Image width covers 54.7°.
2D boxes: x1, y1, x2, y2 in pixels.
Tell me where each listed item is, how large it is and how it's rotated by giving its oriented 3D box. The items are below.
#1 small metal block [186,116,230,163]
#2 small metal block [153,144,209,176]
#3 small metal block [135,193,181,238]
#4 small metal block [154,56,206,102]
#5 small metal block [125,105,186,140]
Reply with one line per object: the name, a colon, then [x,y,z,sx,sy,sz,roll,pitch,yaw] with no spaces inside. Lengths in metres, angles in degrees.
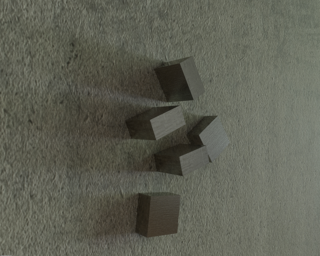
small metal block: [0.073,0.016,0.466,0.050,0.025,0.050,-42,116,-32]
small metal block: [0.028,0.041,0.412,0.050,0.050,0.025,-18,102,-39]
small metal block: [-0.002,0.111,0.403,0.050,0.025,0.050,9,85,-40]
small metal block: [0.026,-0.063,0.409,0.025,0.050,0.050,-36,113,-34]
small metal block: [-0.006,-0.007,0.383,0.050,0.050,0.025,-28,108,-37]
